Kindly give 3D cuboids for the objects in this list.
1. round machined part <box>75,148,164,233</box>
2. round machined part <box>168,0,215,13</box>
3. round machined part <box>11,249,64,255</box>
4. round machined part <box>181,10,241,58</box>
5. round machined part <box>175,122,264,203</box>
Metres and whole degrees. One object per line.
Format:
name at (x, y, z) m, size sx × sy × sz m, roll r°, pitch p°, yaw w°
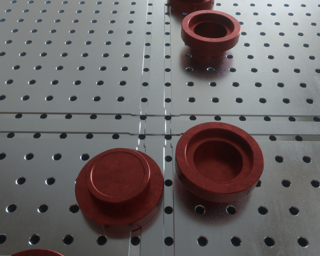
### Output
round machined part at (-0.045, 0.061, 0.345) m, size 0.099 × 0.042 × 0.098 m, roll 0°, pitch 50°, yaw 0°
round machined part at (0.064, -0.278, 0.631) m, size 0.099 × 0.042 × 0.098 m, roll 0°, pitch 50°, yaw 0°
round machined part at (-0.110, 0.159, 0.262) m, size 0.099 × 0.042 × 0.098 m, roll 0°, pitch 50°, yaw 0°
round machined part at (0.085, -0.158, 0.530) m, size 0.099 × 0.042 × 0.098 m, roll 0°, pitch 50°, yaw 0°
round machined part at (0.066, 0.043, 0.361) m, size 0.099 × 0.042 × 0.098 m, roll 0°, pitch 50°, yaw 0°
